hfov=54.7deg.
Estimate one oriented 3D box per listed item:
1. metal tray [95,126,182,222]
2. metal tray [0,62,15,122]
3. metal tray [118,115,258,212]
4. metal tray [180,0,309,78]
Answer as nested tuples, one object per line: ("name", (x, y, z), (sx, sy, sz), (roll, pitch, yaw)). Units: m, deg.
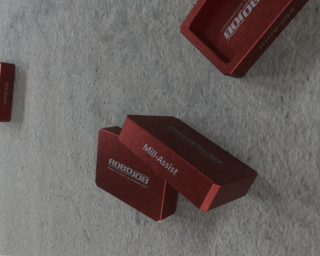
("metal tray", (-0.033, 0.057, 0.420), (0.130, 0.030, 0.089), (19, 109, 38))
("metal tray", (-0.369, -0.084, 0.700), (0.090, 0.030, 0.129), (14, 99, 38))
("metal tray", (0.029, 0.030, 0.337), (0.130, 0.091, 0.030), (36, 112, 33))
("metal tray", (0.090, -0.129, 0.325), (0.129, 0.030, 0.090), (-52, 60, 27))
